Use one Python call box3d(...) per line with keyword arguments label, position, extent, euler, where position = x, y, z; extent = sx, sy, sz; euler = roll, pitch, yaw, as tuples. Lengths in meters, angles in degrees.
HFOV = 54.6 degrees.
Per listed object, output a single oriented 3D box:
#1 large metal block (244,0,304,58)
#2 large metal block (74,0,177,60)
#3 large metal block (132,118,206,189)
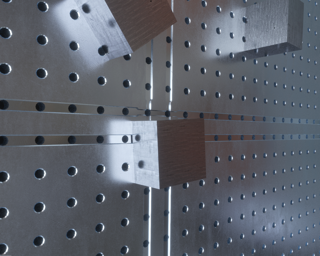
box3d(label="large metal block", position=(0.195, -0.173, 0.535), extent=(0.050, 0.080, 0.080), euler=(6, 86, -40))
box3d(label="large metal block", position=(-0.038, -0.138, 0.360), extent=(0.080, 0.050, 0.080), euler=(-44, 117, -31))
box3d(label="large metal block", position=(0.013, 0.029, 0.403), extent=(0.081, 0.050, 0.080), euler=(-4, 93, -40))
